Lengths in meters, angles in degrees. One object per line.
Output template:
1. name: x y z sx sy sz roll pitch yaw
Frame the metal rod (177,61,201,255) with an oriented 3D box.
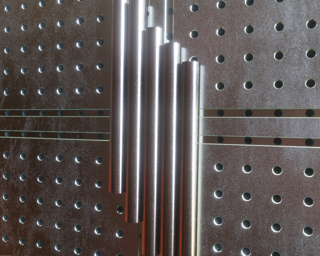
1. metal rod: 0.037 0.066 0.398 0.025 0.025 0.298 1 90 19

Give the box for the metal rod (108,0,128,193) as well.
1. metal rod: -0.057 -0.060 0.431 0.025 0.025 0.298 1 90 19

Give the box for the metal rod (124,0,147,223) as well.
1. metal rod: -0.033 -0.023 0.422 0.025 0.025 0.298 1 90 19

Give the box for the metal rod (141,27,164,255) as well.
1. metal rod: -0.010 0.018 0.414 0.025 0.025 0.298 1 90 19

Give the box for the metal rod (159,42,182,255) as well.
1. metal rod: 0.013 0.040 0.406 0.025 0.025 0.298 1 90 19
